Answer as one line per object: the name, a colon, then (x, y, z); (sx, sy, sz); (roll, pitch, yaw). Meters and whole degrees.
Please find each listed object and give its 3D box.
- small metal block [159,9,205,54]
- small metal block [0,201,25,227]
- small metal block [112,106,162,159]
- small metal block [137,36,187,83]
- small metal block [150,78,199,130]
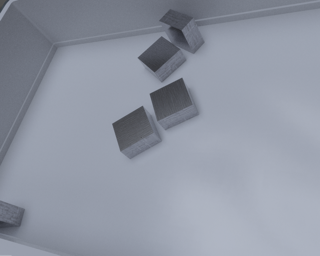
small metal block: (0.033, -0.143, 0.460); (0.025, 0.050, 0.050); (-48, 51, -5)
small metal block: (-0.232, 0.122, 0.437); (0.050, 0.050, 0.025); (-11, 57, 22)
small metal block: (-0.032, 0.006, 0.419); (0.050, 0.025, 0.050); (-30, 52, 9)
small metal block: (0.003, -0.104, 0.469); (0.050, 0.025, 0.050); (-42, 51, -1)
small metal block: (0.019, -0.032, 0.416); (0.050, 0.025, 0.050); (-25, 53, 12)
